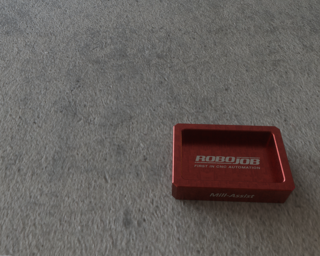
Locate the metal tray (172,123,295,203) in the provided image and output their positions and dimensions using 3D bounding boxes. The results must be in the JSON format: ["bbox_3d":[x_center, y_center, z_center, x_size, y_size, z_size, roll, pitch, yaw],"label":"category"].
[{"bbox_3d":[0.080,0.039,0.367,0.131,0.030,0.090,2,50,1],"label":"metal tray"}]
